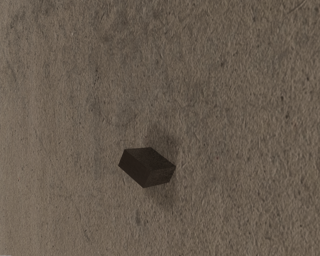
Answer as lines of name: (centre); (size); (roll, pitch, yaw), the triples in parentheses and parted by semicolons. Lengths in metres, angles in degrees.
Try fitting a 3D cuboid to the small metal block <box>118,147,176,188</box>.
small metal block: (-0.016, 0.049, 0.400); (0.050, 0.050, 0.025); (35, 112, 34)
